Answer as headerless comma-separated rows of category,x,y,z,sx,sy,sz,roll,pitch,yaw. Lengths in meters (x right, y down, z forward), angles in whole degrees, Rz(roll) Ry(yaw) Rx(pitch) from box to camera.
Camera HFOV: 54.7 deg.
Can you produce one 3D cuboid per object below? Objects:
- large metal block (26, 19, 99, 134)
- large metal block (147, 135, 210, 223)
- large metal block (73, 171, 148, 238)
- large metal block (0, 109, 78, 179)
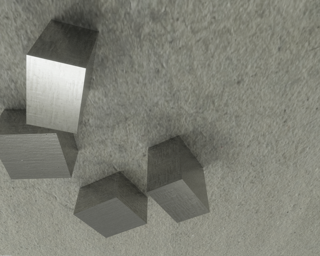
large metal block,-0.100,-0.054,0.324,0.050,0.080,0.079,12,129,-10
large metal block,0.025,0.071,0.432,0.050,0.080,0.080,-24,126,19
large metal block,-0.076,0.124,0.496,0.080,0.050,0.080,-25,126,19
large metal block,-0.160,0.021,0.407,0.081,0.050,0.079,-2,130,1
